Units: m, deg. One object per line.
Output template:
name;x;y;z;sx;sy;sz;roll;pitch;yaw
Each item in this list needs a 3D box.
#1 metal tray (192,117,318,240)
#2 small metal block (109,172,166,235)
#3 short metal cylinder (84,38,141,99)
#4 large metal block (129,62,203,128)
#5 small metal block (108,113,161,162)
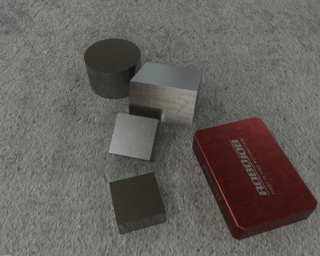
metal tray;0.102;0.051;0.358;0.091;0.030;0.130;-13;51;-11
small metal block;-0.025;0.081;0.335;0.050;0.025;0.050;-12;51;-10
short metal cylinder;-0.068;-0.089;0.461;0.081;0.050;0.080;0;50;0
large metal block;0.010;-0.047;0.410;0.080;0.050;0.080;10;30;8
small metal block;-0.030;0.012;0.379;0.050;0.025;0.050;10;79;8
